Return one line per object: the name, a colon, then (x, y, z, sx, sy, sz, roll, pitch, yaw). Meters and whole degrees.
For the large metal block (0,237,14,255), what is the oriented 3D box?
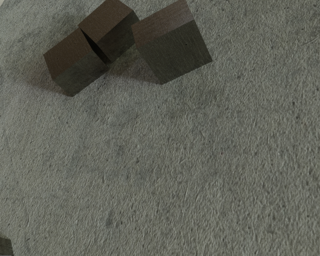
large metal block: (-0.232, 0.195, 0.390, 0.080, 0.050, 0.080, -39, 51, 1)

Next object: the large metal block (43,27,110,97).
large metal block: (-0.145, -0.114, 0.534, 0.080, 0.050, 0.080, -36, 51, 4)

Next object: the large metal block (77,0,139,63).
large metal block: (-0.083, -0.173, 0.538, 0.080, 0.050, 0.080, -42, 51, -1)

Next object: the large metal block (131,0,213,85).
large metal block: (0.018, -0.118, 0.432, 0.080, 0.080, 0.050, -24, 53, 14)
